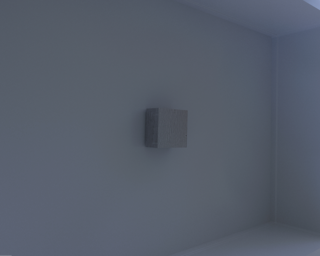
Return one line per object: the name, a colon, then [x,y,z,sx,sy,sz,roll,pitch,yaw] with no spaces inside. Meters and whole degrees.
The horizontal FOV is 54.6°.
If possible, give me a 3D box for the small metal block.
small metal block: [0.009,0.000,0.408,0.050,0.025,0.050,2,89,-40]
